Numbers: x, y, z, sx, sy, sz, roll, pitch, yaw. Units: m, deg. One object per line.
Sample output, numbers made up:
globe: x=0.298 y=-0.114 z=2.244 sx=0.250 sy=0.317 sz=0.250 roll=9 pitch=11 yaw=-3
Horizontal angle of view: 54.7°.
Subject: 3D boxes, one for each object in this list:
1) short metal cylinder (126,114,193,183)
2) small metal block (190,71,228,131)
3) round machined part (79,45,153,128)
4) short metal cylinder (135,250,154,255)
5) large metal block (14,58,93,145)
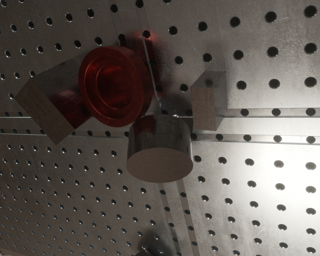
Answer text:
short metal cylinder: x=0.000 y=0.028 z=0.389 sx=0.081 sy=0.050 sz=0.080 roll=0 pitch=141 yaw=0
small metal block: x=0.056 y=-0.031 z=0.345 sx=0.025 sy=0.050 sz=0.050 roll=5 pitch=121 yaw=25
round machined part: x=-0.050 y=-0.053 z=0.385 sx=0.098 sy=0.042 sz=0.097 roll=12 pitch=114 yaw=28
short metal cylinder: x=-0.032 y=0.269 z=0.557 sx=0.050 sy=0.080 sz=0.080 roll=49 pitch=128 yaw=-6
large metal block: x=-0.129 y=-0.037 z=0.418 sx=0.050 sy=0.080 sz=0.080 roll=-33 pitch=101 yaw=38
